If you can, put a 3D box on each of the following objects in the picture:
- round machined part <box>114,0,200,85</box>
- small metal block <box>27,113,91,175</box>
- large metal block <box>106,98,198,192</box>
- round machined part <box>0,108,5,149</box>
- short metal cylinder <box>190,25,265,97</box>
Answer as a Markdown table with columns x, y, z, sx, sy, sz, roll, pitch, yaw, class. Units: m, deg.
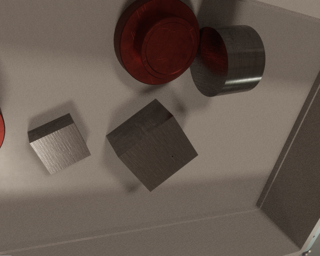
| x | y | z | sx | sy | sz | roll | pitch | yaw | class |
| --- | --- | --- | --- | --- | --- | --- | --- | --- | --- |
| 0.003 | -0.093 | 0.343 | 0.099 | 0.042 | 0.097 | -14 | 125 | -21 | round machined part |
| -0.115 | 0.018 | 0.358 | 0.050 | 0.025 | 0.050 | -27 | 128 | -12 | small metal block |
| -0.009 | 0.023 | 0.403 | 0.080 | 0.050 | 0.080 | -37 | 130 | -4 | large metal block |
| -0.199 | -0.005 | 0.283 | 0.099 | 0.042 | 0.097 | -17 | 125 | -24 | round machined part |
| 0.077 | -0.080 | 0.368 | 0.050 | 0.080 | 0.079 | -11 | 123 | -23 | short metal cylinder |
